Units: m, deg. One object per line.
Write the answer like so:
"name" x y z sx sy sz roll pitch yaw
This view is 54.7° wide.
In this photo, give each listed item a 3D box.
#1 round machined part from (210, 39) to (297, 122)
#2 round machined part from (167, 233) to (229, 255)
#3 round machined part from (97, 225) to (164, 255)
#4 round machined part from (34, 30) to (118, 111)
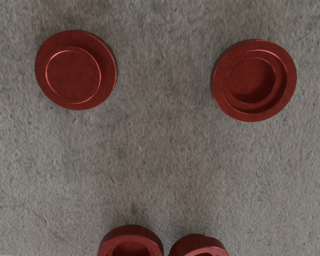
"round machined part" 0.110 -0.060 0.380 0.099 0.042 0.097 0 110 -1
"round machined part" 0.052 0.200 0.467 0.099 0.042 0.097 -7 117 -13
"round machined part" -0.043 0.187 0.469 0.099 0.042 0.097 0 110 0
"round machined part" -0.103 -0.067 0.375 0.099 0.042 0.097 0 110 -1
